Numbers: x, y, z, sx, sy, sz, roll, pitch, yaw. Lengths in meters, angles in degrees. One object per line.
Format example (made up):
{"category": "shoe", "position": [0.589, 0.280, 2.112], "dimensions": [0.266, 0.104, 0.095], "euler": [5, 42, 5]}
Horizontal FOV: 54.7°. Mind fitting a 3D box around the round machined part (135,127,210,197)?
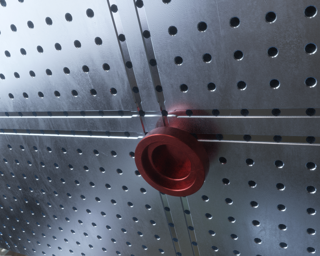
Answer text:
{"category": "round machined part", "position": [0.019, 0.040, 0.414], "dimensions": [0.098, 0.042, 0.097], "euler": [13, 124, 20]}
